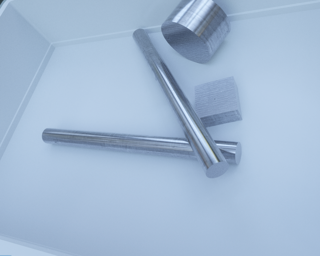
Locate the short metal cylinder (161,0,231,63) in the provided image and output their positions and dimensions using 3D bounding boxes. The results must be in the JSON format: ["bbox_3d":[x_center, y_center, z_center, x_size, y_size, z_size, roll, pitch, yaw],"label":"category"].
[{"bbox_3d":[0.049,-0.135,0.427,0.080,0.080,0.050,28,77,37],"label":"short metal cylinder"}]

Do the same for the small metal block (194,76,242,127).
[{"bbox_3d":[0.072,-0.032,0.387,0.050,0.025,0.050,-12,57,21],"label":"small metal block"}]

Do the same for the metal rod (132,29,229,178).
[{"bbox_3d":[0.012,-0.056,0.413,0.025,0.025,0.300,-32,46,7],"label":"metal rod"}]

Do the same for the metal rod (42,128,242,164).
[{"bbox_3d":[-0.044,0.020,0.415,0.300,0.025,0.025,3,63,29],"label":"metal rod"}]
